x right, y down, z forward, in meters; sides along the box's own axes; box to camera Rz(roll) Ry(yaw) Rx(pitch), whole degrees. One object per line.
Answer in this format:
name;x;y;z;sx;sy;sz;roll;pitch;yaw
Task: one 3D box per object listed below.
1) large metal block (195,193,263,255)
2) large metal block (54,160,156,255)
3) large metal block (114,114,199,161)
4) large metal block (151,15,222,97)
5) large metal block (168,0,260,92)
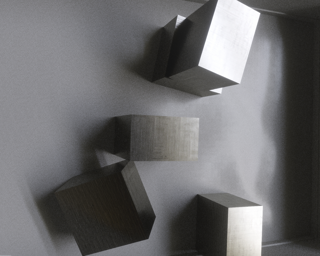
large metal block;0.090;0.136;0.416;0.050;0.080;0.079;3;89;-20
large metal block;-0.060;0.090;0.358;0.080;0.050;0.080;-19;98;11
large metal block;-0.007;0.012;0.380;0.081;0.080;0.050;2;89;-21
large metal block;0.042;-0.092;0.414;0.081;0.050;0.080;13;86;-20
large metal block;0.058;-0.091;0.350;0.050;0.080;0.080;19;84;-19
